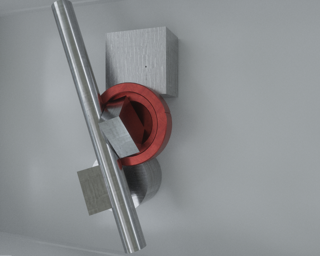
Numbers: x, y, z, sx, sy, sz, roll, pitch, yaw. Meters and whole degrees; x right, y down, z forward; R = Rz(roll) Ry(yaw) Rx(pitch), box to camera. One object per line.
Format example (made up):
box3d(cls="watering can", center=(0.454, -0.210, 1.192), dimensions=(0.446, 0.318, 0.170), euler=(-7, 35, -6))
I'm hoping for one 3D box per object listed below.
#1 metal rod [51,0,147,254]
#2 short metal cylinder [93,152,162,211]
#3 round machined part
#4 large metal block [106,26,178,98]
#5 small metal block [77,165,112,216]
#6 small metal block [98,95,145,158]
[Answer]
box3d(cls="metal rod", center=(-0.073, -0.007, 0.359), dimensions=(0.025, 0.025, 0.299), euler=(-20, 84, 18))
box3d(cls="short metal cylinder", center=(-0.044, 0.066, 0.411), dimensions=(0.080, 0.050, 0.079), euler=(0, 90, 19))
box3d(cls="round machined part", center=(-0.032, -0.005, 0.379), dimensions=(0.098, 0.042, 0.097), euler=(0, 90, 19))
box3d(cls="large metal block", center=(-0.022, -0.080, 0.401), dimensions=(0.080, 0.050, 0.079), euler=(0, 90, 19))
box3d(cls="small metal block", center=(-0.078, 0.073, 0.366), dimensions=(0.025, 0.050, 0.050), euler=(-16, 83, -14))
box3d(cls="small metal block", center=(-0.043, -0.002, 0.359), dimensions=(0.025, 0.050, 0.050), euler=(-19, 119, 15))
